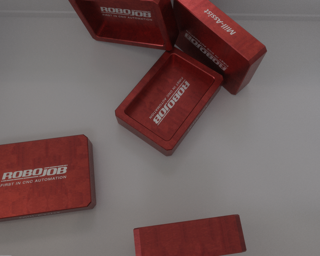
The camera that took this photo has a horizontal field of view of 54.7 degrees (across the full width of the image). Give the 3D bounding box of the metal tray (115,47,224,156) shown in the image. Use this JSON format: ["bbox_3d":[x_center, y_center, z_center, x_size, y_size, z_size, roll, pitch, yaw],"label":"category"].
[{"bbox_3d":[0.014,-0.039,0.420,0.090,0.030,0.130,34,73,11],"label":"metal tray"}]

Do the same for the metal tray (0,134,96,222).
[{"bbox_3d":[-0.150,0.062,0.383,0.131,0.030,0.090,-7,70,-3],"label":"metal tray"}]

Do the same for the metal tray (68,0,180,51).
[{"bbox_3d":[-0.047,-0.150,0.413,0.130,0.090,0.030,13,69,20],"label":"metal tray"}]

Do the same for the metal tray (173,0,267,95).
[{"bbox_3d":[0.072,-0.113,0.416,0.030,0.090,0.130,-41,75,-13],"label":"metal tray"}]

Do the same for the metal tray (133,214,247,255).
[{"bbox_3d":[0.024,0.113,0.313,0.091,0.130,0.030,-7,71,-3],"label":"metal tray"}]
